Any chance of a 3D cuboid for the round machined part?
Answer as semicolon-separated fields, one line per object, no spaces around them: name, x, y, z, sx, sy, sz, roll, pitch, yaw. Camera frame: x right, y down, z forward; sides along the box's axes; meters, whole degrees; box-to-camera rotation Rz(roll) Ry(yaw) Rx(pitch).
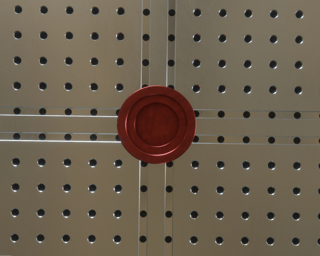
round machined part;-0.004;-0.004;0.404;0.099;0.042;0.097;0;90;0
